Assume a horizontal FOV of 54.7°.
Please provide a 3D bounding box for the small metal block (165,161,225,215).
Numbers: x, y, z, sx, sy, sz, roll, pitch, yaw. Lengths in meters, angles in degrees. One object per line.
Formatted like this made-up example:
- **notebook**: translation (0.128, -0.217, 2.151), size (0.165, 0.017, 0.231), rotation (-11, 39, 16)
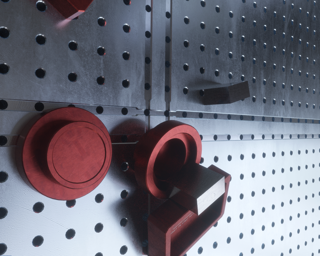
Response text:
- **small metal block**: translation (0.043, 0.071, 0.375), size (0.050, 0.050, 0.025), rotation (-30, 126, -34)

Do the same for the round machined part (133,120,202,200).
- **round machined part**: translation (0.006, 0.037, 0.392), size (0.099, 0.042, 0.097), rotation (-20, 119, -40)

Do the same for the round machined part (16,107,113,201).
- **round machined part**: translation (-0.091, 0.026, 0.321), size (0.099, 0.042, 0.097), rotation (0, 90, -40)

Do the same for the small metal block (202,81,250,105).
- **small metal block**: translation (0.102, -0.054, 0.478), size (0.050, 0.050, 0.025), rotation (-19, 103, -38)

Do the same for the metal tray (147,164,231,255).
- **metal tray**: translation (0.041, 0.118, 0.416), size (0.131, 0.030, 0.089), rotation (-31, 136, -36)

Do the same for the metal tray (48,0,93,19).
- **metal tray**: translation (-0.089, -0.195, 0.330), size (0.090, 0.030, 0.130), rotation (42, 64, -32)
